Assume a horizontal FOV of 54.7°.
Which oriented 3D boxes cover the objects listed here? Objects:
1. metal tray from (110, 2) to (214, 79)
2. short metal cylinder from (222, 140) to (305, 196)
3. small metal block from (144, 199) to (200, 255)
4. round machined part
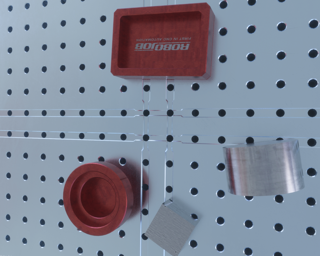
[{"bbox_3d":[0.002,-0.111,0.409,0.130,0.030,0.089,4,91,19],"label":"metal tray"},{"bbox_3d":[0.113,0.042,0.343,0.080,0.080,0.050,-8,88,20],"label":"short metal cylinder"},{"bbox_3d":[0.016,0.131,0.407,0.050,0.025,0.050,32,100,17],"label":"small metal block"},{"bbox_3d":[-0.081,0.095,0.432,0.098,0.042,0.097,0,90,20],"label":"round machined part"}]
